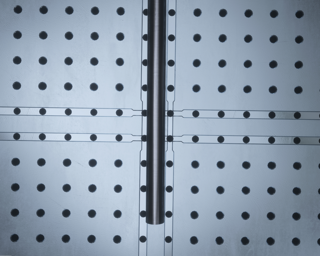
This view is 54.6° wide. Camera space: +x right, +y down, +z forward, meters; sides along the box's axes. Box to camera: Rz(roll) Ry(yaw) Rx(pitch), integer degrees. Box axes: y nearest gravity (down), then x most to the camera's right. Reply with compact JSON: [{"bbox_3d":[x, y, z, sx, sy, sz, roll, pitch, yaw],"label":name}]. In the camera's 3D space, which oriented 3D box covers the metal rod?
[{"bbox_3d":[-0.005,-0.024,0.414,0.025,0.025,0.298,1,90,0],"label":"metal rod"}]
